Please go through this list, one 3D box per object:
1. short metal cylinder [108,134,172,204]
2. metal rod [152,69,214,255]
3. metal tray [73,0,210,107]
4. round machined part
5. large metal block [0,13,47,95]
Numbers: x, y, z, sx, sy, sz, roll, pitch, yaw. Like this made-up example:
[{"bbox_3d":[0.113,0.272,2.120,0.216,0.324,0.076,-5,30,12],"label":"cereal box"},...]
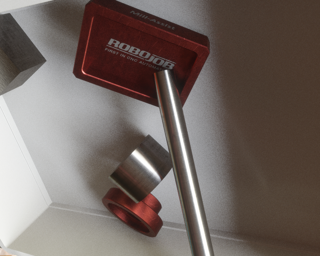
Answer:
[{"bbox_3d":[-0.024,0.054,0.418,0.050,0.080,0.080,43,129,-2],"label":"short metal cylinder"},{"bbox_3d":[0.035,0.084,0.349,0.025,0.025,0.298,-11,93,32],"label":"metal rod"},{"bbox_3d":[-0.022,-0.078,0.342,0.131,0.030,0.089,19,128,-7],"label":"metal tray"},{"bbox_3d":[-0.037,0.121,0.476,0.098,0.042,0.098,27,150,17],"label":"round machined part"},{"bbox_3d":[-0.226,-0.103,0.445,0.080,0.050,0.080,-27,104,37],"label":"large metal block"}]
